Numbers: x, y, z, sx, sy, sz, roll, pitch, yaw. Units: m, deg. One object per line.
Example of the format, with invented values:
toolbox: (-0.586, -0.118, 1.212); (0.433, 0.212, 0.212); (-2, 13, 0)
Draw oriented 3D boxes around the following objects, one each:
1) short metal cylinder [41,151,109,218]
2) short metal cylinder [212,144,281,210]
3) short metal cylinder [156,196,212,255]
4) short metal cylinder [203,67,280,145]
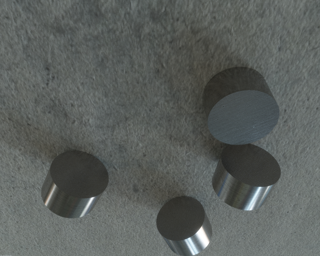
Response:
short metal cylinder: (-0.119, 0.078, 0.436); (0.080, 0.080, 0.050); (21, 127, -17)
short metal cylinder: (0.118, 0.066, 0.429); (0.081, 0.080, 0.050); (6, 130, -6)
short metal cylinder: (0.040, 0.160, 0.508); (0.080, 0.080, 0.050); (-15, 129, 12)
short metal cylinder: (0.094, -0.026, 0.370); (0.081, 0.050, 0.079); (0, 130, 0)
